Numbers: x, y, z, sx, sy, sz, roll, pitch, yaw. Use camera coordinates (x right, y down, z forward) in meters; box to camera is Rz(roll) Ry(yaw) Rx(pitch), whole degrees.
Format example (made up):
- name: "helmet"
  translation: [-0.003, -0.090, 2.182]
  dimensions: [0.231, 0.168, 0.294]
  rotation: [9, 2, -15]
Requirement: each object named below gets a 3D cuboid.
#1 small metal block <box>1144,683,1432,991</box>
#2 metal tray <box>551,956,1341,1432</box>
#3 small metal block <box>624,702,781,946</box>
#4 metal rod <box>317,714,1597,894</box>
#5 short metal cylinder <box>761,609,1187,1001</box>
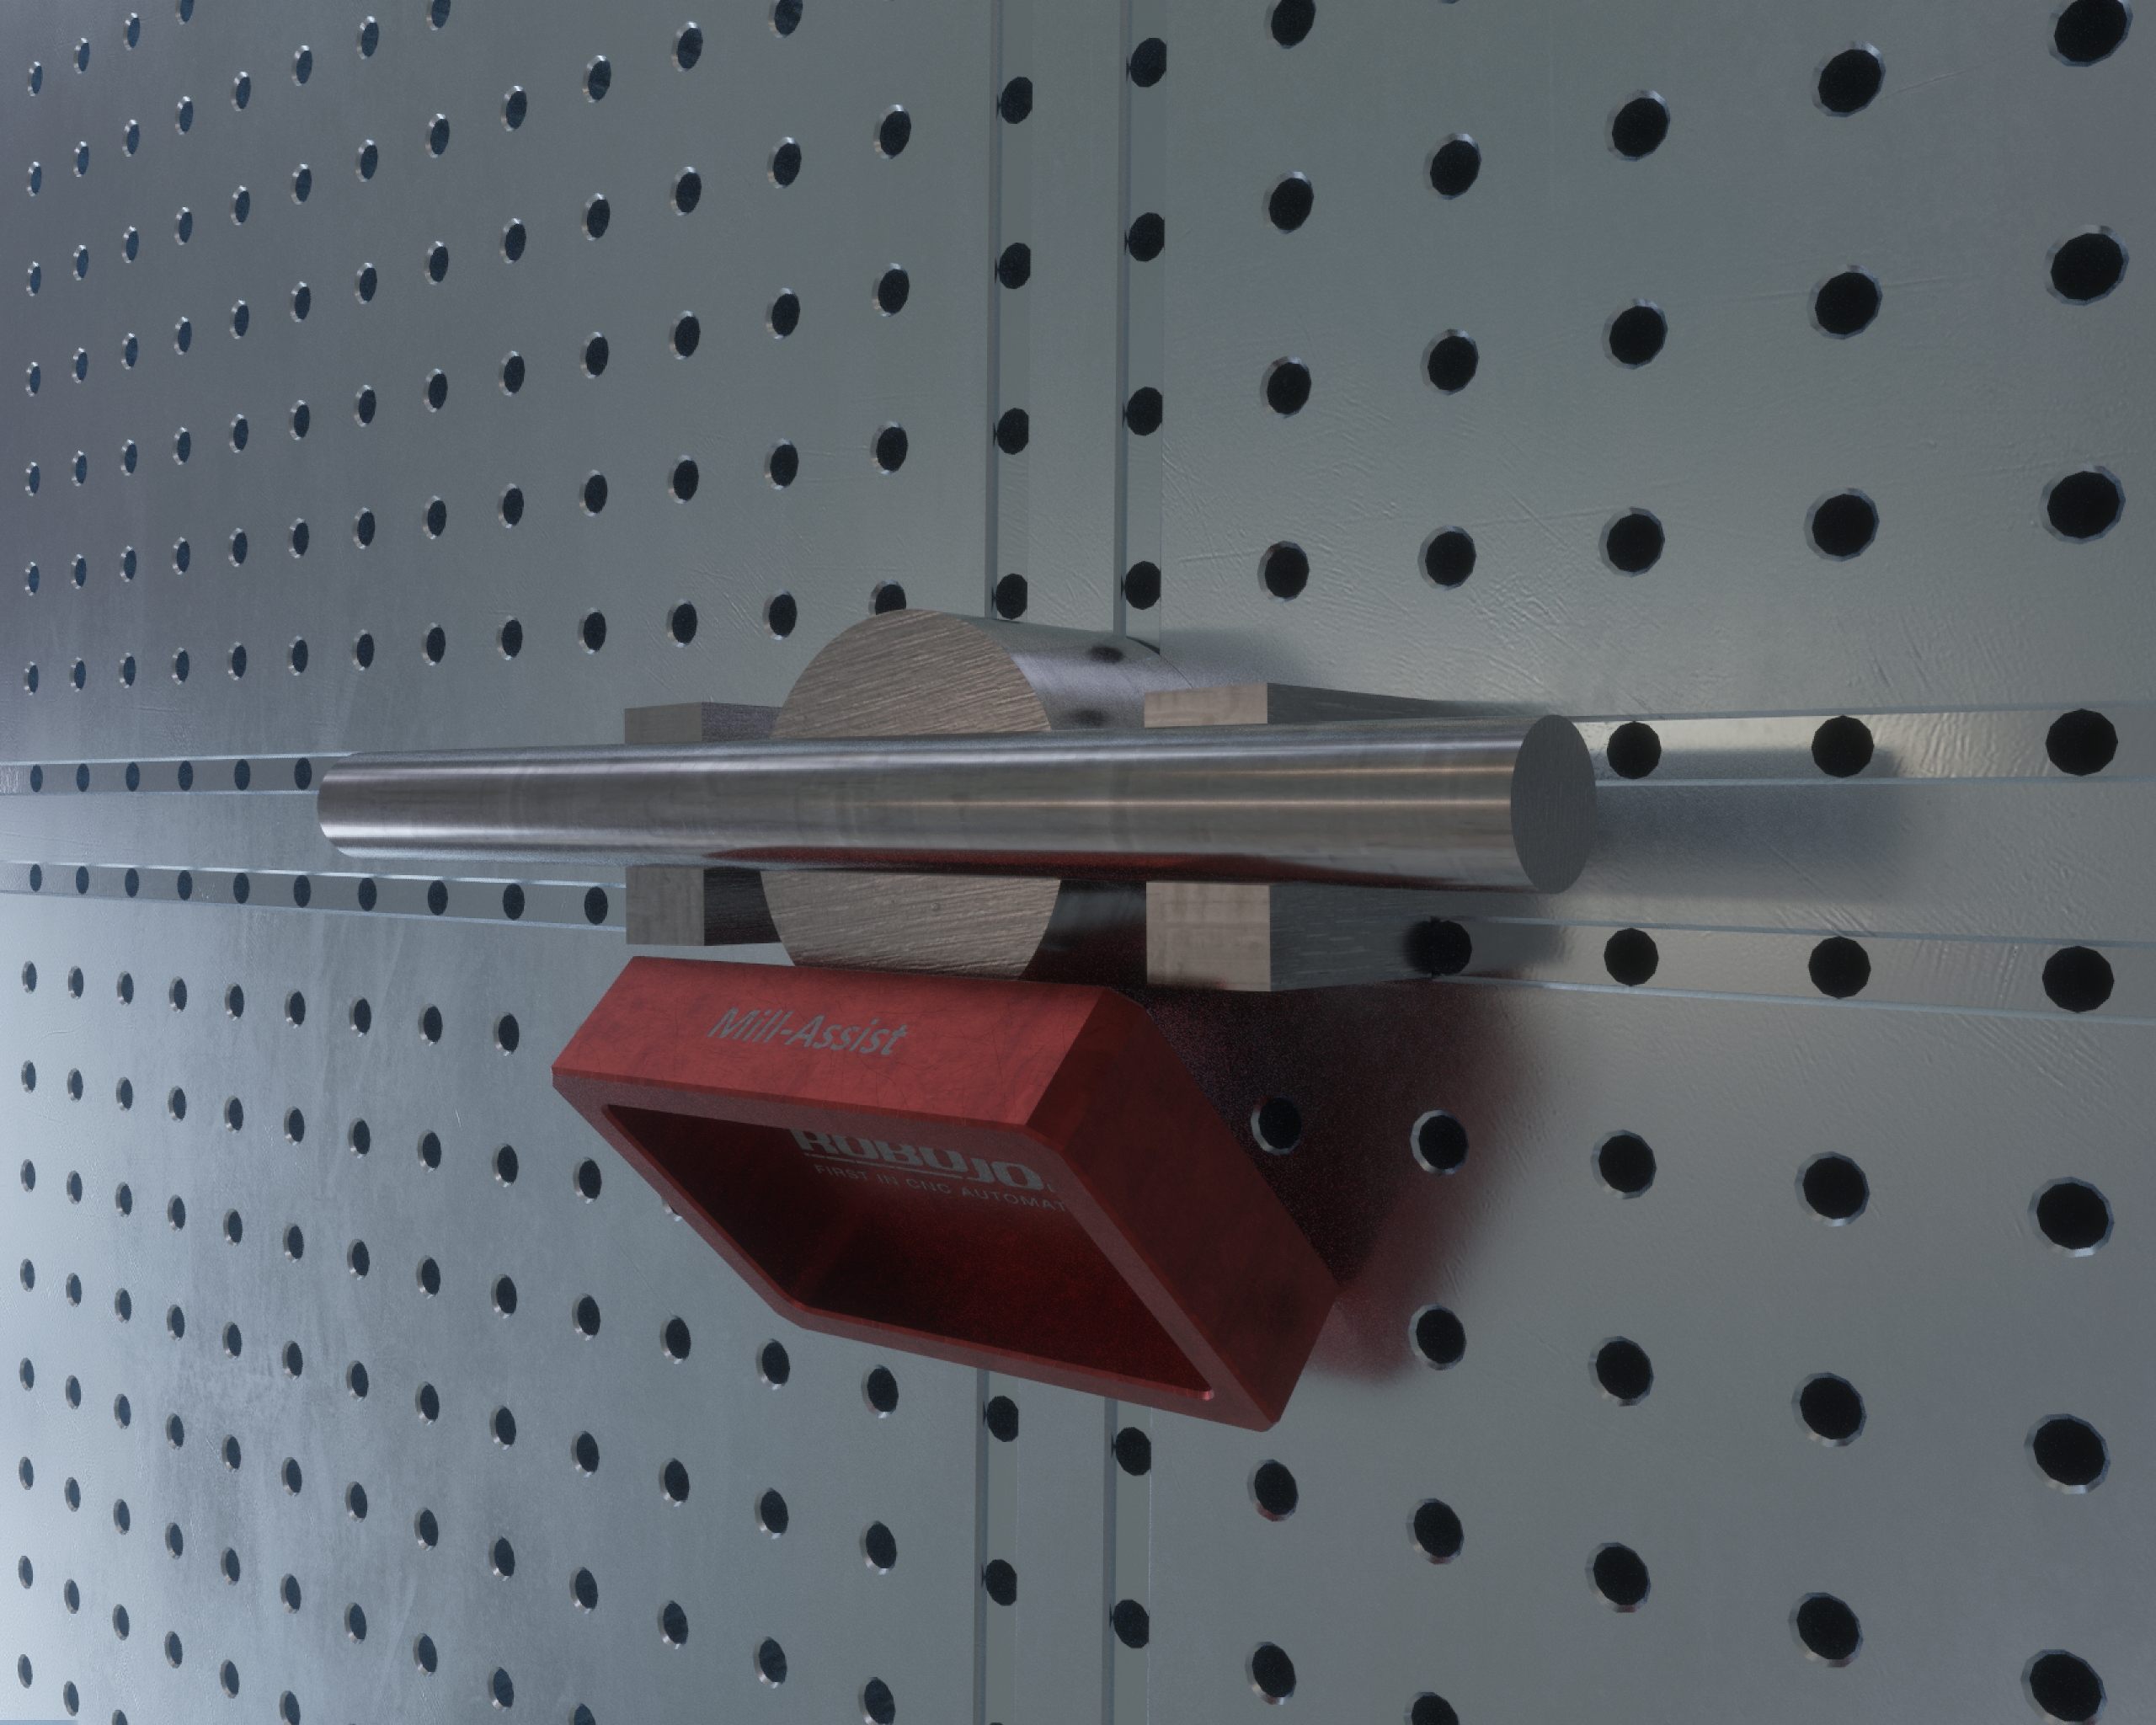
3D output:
- name: "small metal block"
  translation: [0.037, -0.004, 0.363]
  dimensions: [0.025, 0.050, 0.050]
  rotation: [-1, 90, 40]
- name: "metal tray"
  translation: [-0.027, 0.060, 0.392]
  dimensions: [0.130, 0.090, 0.030]
  rotation: [1, 48, 40]
- name: "small metal block"
  translation: [-0.070, -0.008, 0.451]
  dimensions: [0.025, 0.050, 0.050]
  rotation: [-1, 90, 40]
- name: "metal rod"
  translation: [-0.049, -0.011, 0.384]
  dimensions: [0.300, 0.025, 0.025]
  rotation: [1, 91, 40]
- name: "short metal cylinder"
  translation: [-0.017, -0.007, 0.407]
  dimensions: [0.080, 0.050, 0.080]
  rotation: [0, 90, 40]
